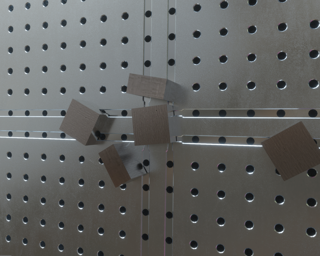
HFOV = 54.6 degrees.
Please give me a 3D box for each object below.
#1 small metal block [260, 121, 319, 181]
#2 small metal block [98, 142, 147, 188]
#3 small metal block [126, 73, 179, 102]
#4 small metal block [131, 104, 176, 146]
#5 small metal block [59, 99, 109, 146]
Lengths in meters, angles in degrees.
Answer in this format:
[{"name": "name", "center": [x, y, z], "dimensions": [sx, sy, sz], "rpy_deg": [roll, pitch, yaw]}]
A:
[{"name": "small metal block", "center": [0.153, 0.026, 0.359], "dimensions": [0.050, 0.025, 0.050], "rpy_deg": [-32, 80, 17]}, {"name": "small metal block", "center": [-0.049, 0.048, 0.417], "dimensions": [0.025, 0.050, 0.050], "rpy_deg": [-32, 80, 17]}, {"name": "small metal block", "center": [-0.008, -0.051, 0.403], "dimensions": [0.050, 0.050, 0.025], "rpy_deg": [12, 94, 19]}, {"name": "small metal block", "center": [-0.008, -0.003, 0.416], "dimensions": [0.050, 0.025, 0.050], "rpy_deg": [-6, 88, 20]}, {"name": "small metal block", "center": [-0.111, -0.009, 0.453], "dimensions": [0.050, 0.025, 0.050], "rpy_deg": [29, 100, 17]}]
